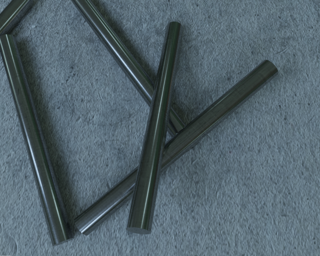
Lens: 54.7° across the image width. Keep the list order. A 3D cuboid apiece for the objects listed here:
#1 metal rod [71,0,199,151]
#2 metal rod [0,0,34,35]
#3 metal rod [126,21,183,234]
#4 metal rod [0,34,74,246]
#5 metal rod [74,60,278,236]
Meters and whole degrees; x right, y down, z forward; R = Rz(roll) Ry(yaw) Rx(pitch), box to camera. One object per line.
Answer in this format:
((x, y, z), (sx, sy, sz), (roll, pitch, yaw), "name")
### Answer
((-0.045, -0.091, 0.440), (0.025, 0.025, 0.299), (-33, 73, -11), "metal rod")
((-0.278, -0.078, 0.434), (0.025, 0.025, 0.300), (27, 72, 9), "metal rod")
((0.000, -0.024, 0.384), (0.025, 0.025, 0.300), (8, 58, 3), "metal rod")
((-0.168, 0.002, 0.406), (0.025, 0.025, 0.299), (-21, 71, -7), "metal rod")
((0.022, 0.021, 0.375), (0.301, 0.025, 0.025), (-40, 75, -4), "metal rod")
